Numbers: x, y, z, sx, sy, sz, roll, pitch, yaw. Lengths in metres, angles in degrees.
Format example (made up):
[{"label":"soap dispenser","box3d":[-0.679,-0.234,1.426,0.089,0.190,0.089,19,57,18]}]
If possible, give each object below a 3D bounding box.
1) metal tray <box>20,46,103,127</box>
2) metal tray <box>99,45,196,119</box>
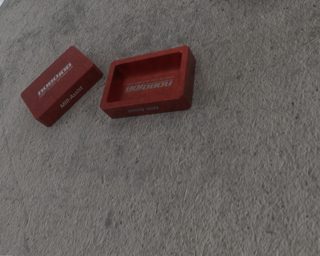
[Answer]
[{"label":"metal tray","box3d":[-0.171,-0.074,0.537,0.130,0.030,0.090,-45,51,-3]},{"label":"metal tray","box3d":[-0.017,-0.065,0.449,0.130,0.030,0.090,-6,59,25]}]
